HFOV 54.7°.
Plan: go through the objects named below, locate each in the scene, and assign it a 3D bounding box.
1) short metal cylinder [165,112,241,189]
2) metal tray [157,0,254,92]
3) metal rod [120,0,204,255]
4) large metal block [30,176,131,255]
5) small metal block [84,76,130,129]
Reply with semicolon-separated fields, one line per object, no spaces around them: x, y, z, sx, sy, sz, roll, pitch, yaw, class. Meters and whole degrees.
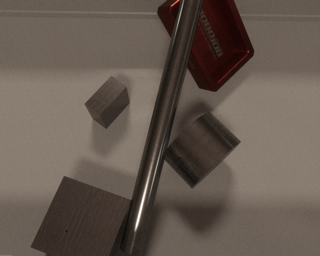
0.050;0.027;0.371;0.080;0.080;0.050;-40;76;-14;short metal cylinder
0.065;-0.124;0.407;0.090;0.130;0.030;-44;33;-14;metal tray
0.003;-0.010;0.346;0.025;0.025;0.298;14;89;4;metal rod
-0.084;0.110;0.355;0.080;0.050;0.080;19;71;6;large metal block
-0.067;-0.032;0.407;0.025;0.050;0.050;36;74;12;small metal block
